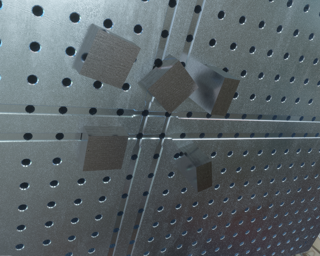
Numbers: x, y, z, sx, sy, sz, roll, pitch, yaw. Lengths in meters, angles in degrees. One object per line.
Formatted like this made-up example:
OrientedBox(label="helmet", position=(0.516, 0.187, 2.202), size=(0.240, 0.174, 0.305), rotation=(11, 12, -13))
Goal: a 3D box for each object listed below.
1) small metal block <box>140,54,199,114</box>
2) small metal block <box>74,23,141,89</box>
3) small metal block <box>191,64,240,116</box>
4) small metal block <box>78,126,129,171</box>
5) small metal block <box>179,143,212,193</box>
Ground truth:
OrientedBox(label="small metal block", position=(0.012, -0.054, 0.386), size=(0.050, 0.025, 0.050), rotation=(-43, 130, 1))
OrientedBox(label="small metal block", position=(-0.057, -0.076, 0.334), size=(0.050, 0.025, 0.050), rotation=(17, 110, -35))
OrientedBox(label="small metal block", position=(0.071, -0.050, 0.405), size=(0.025, 0.050, 0.050), rotation=(4, 117, -31))
OrientedBox(label="small metal block", position=(-0.072, 0.025, 0.389), size=(0.050, 0.025, 0.050), rotation=(1, 118, -29))
OrientedBox(label="small metal block", position=(0.053, 0.059, 0.462), size=(0.025, 0.050, 0.050), rotation=(-20, 126, -17))
